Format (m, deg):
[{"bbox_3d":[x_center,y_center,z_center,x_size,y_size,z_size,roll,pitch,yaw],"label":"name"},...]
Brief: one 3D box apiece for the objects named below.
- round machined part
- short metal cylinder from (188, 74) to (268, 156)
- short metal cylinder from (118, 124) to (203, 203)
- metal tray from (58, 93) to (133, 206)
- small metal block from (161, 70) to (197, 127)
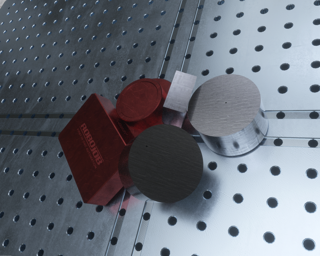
[{"bbox_3d":[-0.020,-0.029,0.420,0.098,0.042,0.098,-13,56,21],"label":"round machined part"},{"bbox_3d":[0.078,-0.015,0.355,0.080,0.050,0.080,-13,56,21],"label":"short metal cylinder"},{"bbox_3d":[-0.001,0.040,0.336,0.080,0.080,0.050,-67,12,-19],"label":"short metal cylinder"},{"bbox_3d":[-0.082,0.025,0.413,0.090,0.030,0.130,-48,50,14],"label":"metal tray"},{"bbox_3d":[0.022,-0.032,0.372,0.025,0.050,0.050,18,67,5],"label":"small metal block"}]
